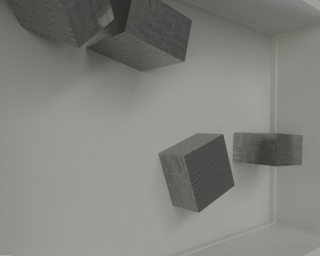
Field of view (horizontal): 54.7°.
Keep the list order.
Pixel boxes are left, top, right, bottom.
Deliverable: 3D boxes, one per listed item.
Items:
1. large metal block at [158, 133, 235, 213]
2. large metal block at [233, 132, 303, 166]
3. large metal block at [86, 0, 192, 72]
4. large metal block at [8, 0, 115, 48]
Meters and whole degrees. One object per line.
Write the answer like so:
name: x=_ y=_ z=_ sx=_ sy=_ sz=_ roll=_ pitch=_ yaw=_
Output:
large metal block: x=0.053 y=0.059 z=0.435 sx=0.081 sy=0.050 sz=0.080 roll=-25 pitch=106 yaw=-37
large metal block: x=0.181 y=0.035 z=0.522 sx=0.081 sy=0.080 sz=0.050 roll=4 pitch=88 yaw=-40
large metal block: x=-0.024 y=-0.106 z=0.350 sx=0.081 sy=0.080 sz=0.050 roll=17 pitch=80 yaw=-39
large metal block: x=-0.095 y=-0.127 z=0.271 sx=0.050 sy=0.080 sz=0.080 roll=-51 pitch=152 yaw=-27
